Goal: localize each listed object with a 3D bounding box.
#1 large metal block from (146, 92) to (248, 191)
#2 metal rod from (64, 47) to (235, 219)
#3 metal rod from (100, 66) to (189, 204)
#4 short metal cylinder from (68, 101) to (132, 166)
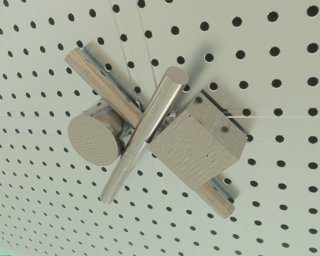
[{"bbox_3d":[0.044,0.017,0.376,0.080,0.050,0.080,44,129,-2],"label":"large metal block"},{"bbox_3d":[-0.011,0.010,0.417,0.300,0.025,0.025,45,129,-4],"label":"metal rod"},{"bbox_3d":[-0.036,0.033,0.419,0.025,0.025,0.298,36,137,4],"label":"metal rod"},{"bbox_3d":[-0.081,0.007,0.437,0.080,0.050,0.079,13,124,21],"label":"short metal cylinder"}]
